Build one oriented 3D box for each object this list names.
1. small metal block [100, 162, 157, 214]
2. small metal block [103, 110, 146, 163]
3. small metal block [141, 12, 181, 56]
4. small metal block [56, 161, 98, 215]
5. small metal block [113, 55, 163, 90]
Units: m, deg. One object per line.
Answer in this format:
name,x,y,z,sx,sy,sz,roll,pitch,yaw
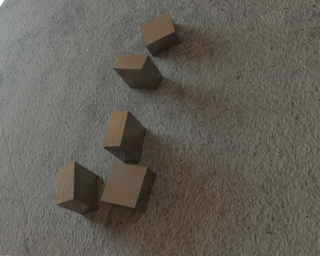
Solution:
small metal block,-0.038,0.073,0.379,0.050,0.025,0.050,3,63,29
small metal block,-0.044,0.012,0.404,0.025,0.050,0.050,-4,60,26
small metal block,0.001,-0.150,0.495,0.050,0.025,0.050,-23,53,14
small metal block,-0.104,0.078,0.395,0.025,0.050,0.050,-21,54,16
small metal block,-0.031,-0.082,0.454,0.050,0.050,0.025,9,66,32
